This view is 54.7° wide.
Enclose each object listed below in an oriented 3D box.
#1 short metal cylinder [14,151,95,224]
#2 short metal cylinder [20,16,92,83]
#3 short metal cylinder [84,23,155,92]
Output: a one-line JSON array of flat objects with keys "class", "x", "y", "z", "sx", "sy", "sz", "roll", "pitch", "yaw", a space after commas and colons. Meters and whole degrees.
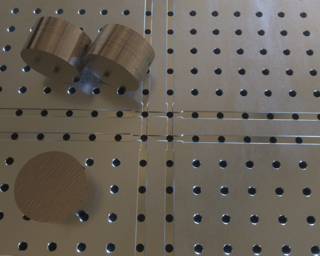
[{"class": "short metal cylinder", "x": -0.123, "y": 0.073, "z": 0.371, "sx": 0.081, "sy": 0.050, "sz": 0.080, "roll": 0, "pitch": 70, "yaw": 0}, {"class": "short metal cylinder", "x": -0.138, "y": -0.103, "z": 0.419, "sx": 0.080, "sy": 0.080, "sz": 0.050, "roll": 14, "pitch": 71, "yaw": 5}, {"class": "short metal cylinder", "x": -0.054, "y": -0.092, "z": 0.416, "sx": 0.080, "sy": 0.080, "sz": 0.050, "roll": 23, "pitch": 72, "yaw": 8}]
